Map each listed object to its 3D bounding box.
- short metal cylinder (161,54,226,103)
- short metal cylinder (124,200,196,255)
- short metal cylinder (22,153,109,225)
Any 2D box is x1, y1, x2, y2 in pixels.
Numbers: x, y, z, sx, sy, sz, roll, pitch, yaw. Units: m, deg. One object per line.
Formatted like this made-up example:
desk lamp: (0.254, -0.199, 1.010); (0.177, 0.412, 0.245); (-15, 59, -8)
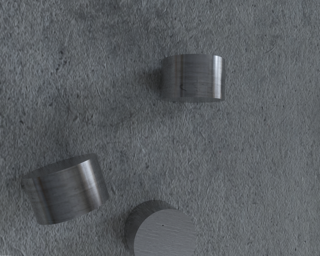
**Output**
short metal cylinder: (0.042, -0.060, 0.395); (0.081, 0.080, 0.050); (1, 90, -20)
short metal cylinder: (-0.001, 0.137, 0.395); (0.081, 0.050, 0.080); (0, 90, -20)
short metal cylinder: (-0.102, 0.065, 0.342); (0.081, 0.080, 0.050); (-18, 96, -19)
